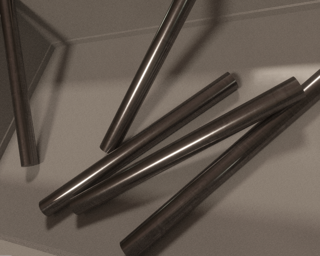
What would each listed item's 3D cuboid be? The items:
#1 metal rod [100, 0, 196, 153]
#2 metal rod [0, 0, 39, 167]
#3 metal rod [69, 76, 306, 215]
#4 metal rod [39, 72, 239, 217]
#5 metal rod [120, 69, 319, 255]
[{"bbox_3d":[-0.002,-0.097,0.389,0.025,0.025,0.298,40,108,38],"label":"metal rod"},{"bbox_3d":[-0.231,-0.086,0.501,0.025,0.025,0.299,-16,79,19],"label":"metal rod"},{"bbox_3d":[0.018,0.029,0.360,0.300,0.025,0.025,-30,52,15],"label":"metal rod"},{"bbox_3d":[-0.031,0.024,0.405,0.300,0.025,0.025,-35,52,5],"label":"metal rod"},{"bbox_3d":[0.078,0.037,0.341,0.300,0.025,0.025,-41,51,0],"label":"metal rod"}]
